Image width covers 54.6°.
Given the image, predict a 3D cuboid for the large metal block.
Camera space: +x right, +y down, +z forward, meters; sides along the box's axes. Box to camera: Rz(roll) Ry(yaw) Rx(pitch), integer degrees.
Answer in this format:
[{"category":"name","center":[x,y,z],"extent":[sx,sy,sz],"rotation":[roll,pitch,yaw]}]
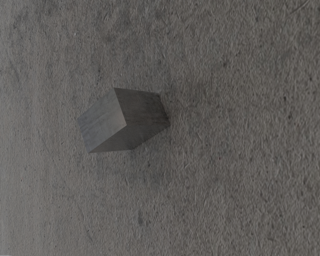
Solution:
[{"category":"large metal block","center":[-0.047,-0.008,0.410],"extent":[0.080,0.081,0.050],"rotation":[-33,70,35]}]
